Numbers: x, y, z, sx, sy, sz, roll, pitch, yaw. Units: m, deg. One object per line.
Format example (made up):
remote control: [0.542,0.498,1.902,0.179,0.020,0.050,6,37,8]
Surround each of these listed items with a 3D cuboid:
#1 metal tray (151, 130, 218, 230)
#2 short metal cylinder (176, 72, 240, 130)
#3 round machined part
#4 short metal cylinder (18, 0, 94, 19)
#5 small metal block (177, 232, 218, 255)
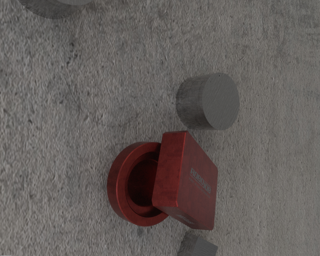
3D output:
metal tray: [0.038,0.071,0.394,0.130,0.030,0.090,47,46,-51]
short metal cylinder: [0.069,-0.037,0.446,0.081,0.050,0.080,0,90,-40]
round machined part: [-0.022,0.065,0.376,0.099,0.042,0.097,0,90,-40]
short metal cylinder: [-0.102,-0.154,0.303,0.081,0.050,0.080,0,90,-40]
small metal block: [0.053,0.186,0.449,0.050,0.025,0.050,38,67,-34]
